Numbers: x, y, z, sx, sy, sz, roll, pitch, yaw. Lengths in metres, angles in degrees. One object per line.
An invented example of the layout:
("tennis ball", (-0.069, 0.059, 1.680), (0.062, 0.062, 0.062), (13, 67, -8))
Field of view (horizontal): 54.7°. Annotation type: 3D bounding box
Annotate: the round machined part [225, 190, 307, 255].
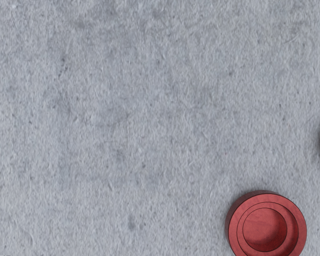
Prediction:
("round machined part", (0.133, 0.129, 0.403), (0.099, 0.042, 0.097), (0, 90, -1))
